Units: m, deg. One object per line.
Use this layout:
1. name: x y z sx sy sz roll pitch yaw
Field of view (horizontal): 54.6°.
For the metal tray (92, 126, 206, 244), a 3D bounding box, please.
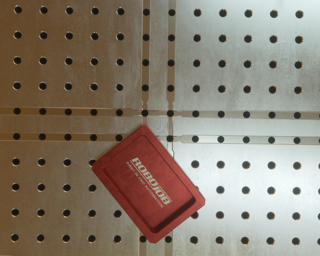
1. metal tray: -0.015 0.072 0.410 0.090 0.030 0.130 -38 90 0
